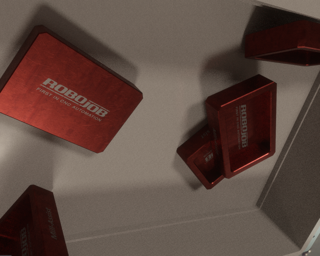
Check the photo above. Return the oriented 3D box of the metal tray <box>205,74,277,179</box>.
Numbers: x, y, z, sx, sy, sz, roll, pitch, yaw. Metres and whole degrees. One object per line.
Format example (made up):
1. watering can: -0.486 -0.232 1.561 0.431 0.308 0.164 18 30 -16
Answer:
1. metal tray: 0.116 0.001 0.431 0.091 0.030 0.129 -25 128 -14

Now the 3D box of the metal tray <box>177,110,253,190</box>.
1. metal tray: 0.100 0.026 0.478 0.130 0.030 0.090 -39 130 -2

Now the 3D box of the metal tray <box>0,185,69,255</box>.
1. metal tray: -0.150 0.137 0.344 0.090 0.130 0.030 -48 129 5

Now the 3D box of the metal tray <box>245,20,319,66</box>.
1. metal tray: 0.189 -0.106 0.403 0.131 0.090 0.030 0 94 -29

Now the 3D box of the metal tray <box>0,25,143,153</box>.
1. metal tray: -0.094 -0.035 0.333 0.131 0.030 0.090 30 102 -38
